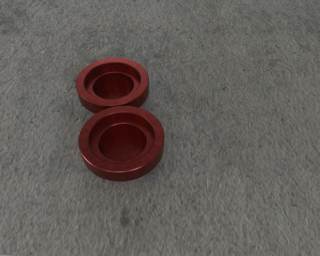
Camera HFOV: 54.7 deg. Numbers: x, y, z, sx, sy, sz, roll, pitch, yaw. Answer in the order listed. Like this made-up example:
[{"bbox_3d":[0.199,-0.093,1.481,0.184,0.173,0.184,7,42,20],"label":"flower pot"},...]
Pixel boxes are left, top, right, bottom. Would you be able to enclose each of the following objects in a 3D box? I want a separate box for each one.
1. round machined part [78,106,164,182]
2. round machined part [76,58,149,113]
[{"bbox_3d":[-0.044,0.022,0.373,0.099,0.042,0.098,0,50,0],"label":"round machined part"},{"bbox_3d":[-0.064,-0.052,0.435,0.099,0.042,0.098,0,50,0],"label":"round machined part"}]
